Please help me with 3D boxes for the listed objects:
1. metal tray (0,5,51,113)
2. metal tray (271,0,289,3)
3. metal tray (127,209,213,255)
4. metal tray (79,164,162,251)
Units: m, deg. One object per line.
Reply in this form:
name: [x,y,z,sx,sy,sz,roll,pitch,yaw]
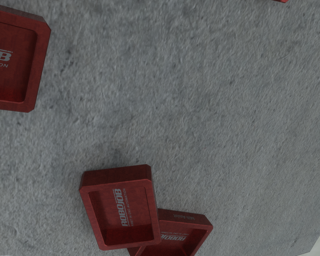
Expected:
metal tray: [-0.172,-0.067,0.268,0.131,0.030,0.089,7,115,-32]
metal tray: [0.173,-0.223,0.362,0.130,0.030,0.090,-38,130,-3]
metal tray: [0.019,0.187,0.532,0.131,0.030,0.090,19,108,-36]
metal tray: [-0.050,0.113,0.426,0.091,0.030,0.129,-7,124,0]
